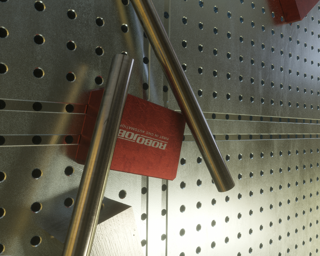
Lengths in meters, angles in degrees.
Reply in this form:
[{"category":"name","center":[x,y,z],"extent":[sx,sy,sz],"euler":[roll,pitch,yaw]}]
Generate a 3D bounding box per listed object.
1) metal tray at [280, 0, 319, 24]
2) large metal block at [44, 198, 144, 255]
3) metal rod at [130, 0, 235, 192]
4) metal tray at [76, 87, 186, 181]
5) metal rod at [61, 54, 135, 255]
[{"category":"metal tray","center":[0.298,-0.293,0.660],"extent":[0.131,0.030,0.090],"euler":[-44,117,-31]},{"category":"large metal block","center":[-0.068,0.134,0.338],"extent":[0.081,0.050,0.079],"euler":[-20,103,-38]},{"category":"metal rod","center":[0.027,-0.052,0.402],"extent":[0.025,0.025,0.299],"euler":[-31,100,-36]},{"category":"metal tray","center":[-0.029,0.011,0.383],"extent":[0.131,0.030,0.090],"euler":[18,79,-39]},{"category":"metal rod","center":[-0.067,0.065,0.296],"extent":[0.025,0.025,0.299],"euler":[25,67,-38]}]
